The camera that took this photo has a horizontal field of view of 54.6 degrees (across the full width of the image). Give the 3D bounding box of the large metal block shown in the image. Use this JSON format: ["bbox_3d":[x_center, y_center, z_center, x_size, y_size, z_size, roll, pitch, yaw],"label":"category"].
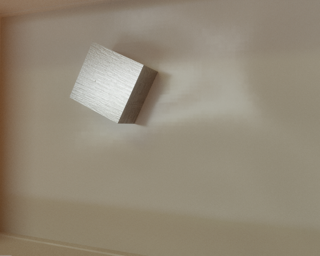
[{"bbox_3d":[-0.062,-0.059,0.420,0.080,0.050,0.080,28,99,18],"label":"large metal block"}]
